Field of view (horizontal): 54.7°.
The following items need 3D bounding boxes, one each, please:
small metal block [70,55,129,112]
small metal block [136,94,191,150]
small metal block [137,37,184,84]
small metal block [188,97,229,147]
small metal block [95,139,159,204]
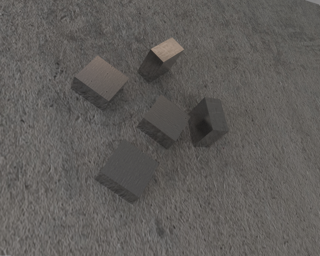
[{"bbox_3d":[-0.076,-0.057,0.397,0.050,0.025,0.050,36,51,-4],"label":"small metal block"},{"bbox_3d":[0.005,-0.008,0.411,0.050,0.025,0.050,37,51,-4],"label":"small metal block"},{"bbox_3d":[0.001,-0.097,0.447,0.025,0.050,0.050,47,51,4],"label":"small metal block"},{"bbox_3d":[0.064,-0.007,0.426,0.025,0.050,0.050,5,59,-26],"label":"small metal block"},{"bbox_3d":[-0.037,0.049,0.353,0.050,0.025,0.050,36,51,-5],"label":"small metal block"}]
